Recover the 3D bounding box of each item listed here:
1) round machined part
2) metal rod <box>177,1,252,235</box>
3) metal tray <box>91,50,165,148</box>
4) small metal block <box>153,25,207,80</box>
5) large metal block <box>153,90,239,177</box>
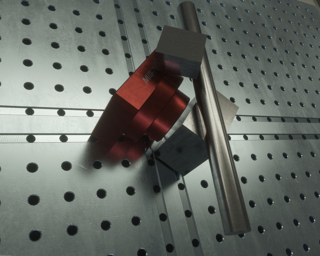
[{"bbox_3d":[0.000,-0.022,0.381,0.042,0.097,0.098,37,51,-5],"label":"round machined part"},{"bbox_3d":[0.054,-0.034,0.357,0.025,0.025,0.299,7,59,-25],"label":"metal rod"},{"bbox_3d":[-0.025,-0.044,0.381,0.030,0.090,0.130,37,51,-4],"label":"metal tray"},{"bbox_3d":[0.023,-0.086,0.349,0.050,0.025,0.050,14,52,2],"label":"small metal block"},{"bbox_3d":[0.045,0.004,0.393,0.050,0.080,0.080,37,51,-4],"label":"large metal block"}]
